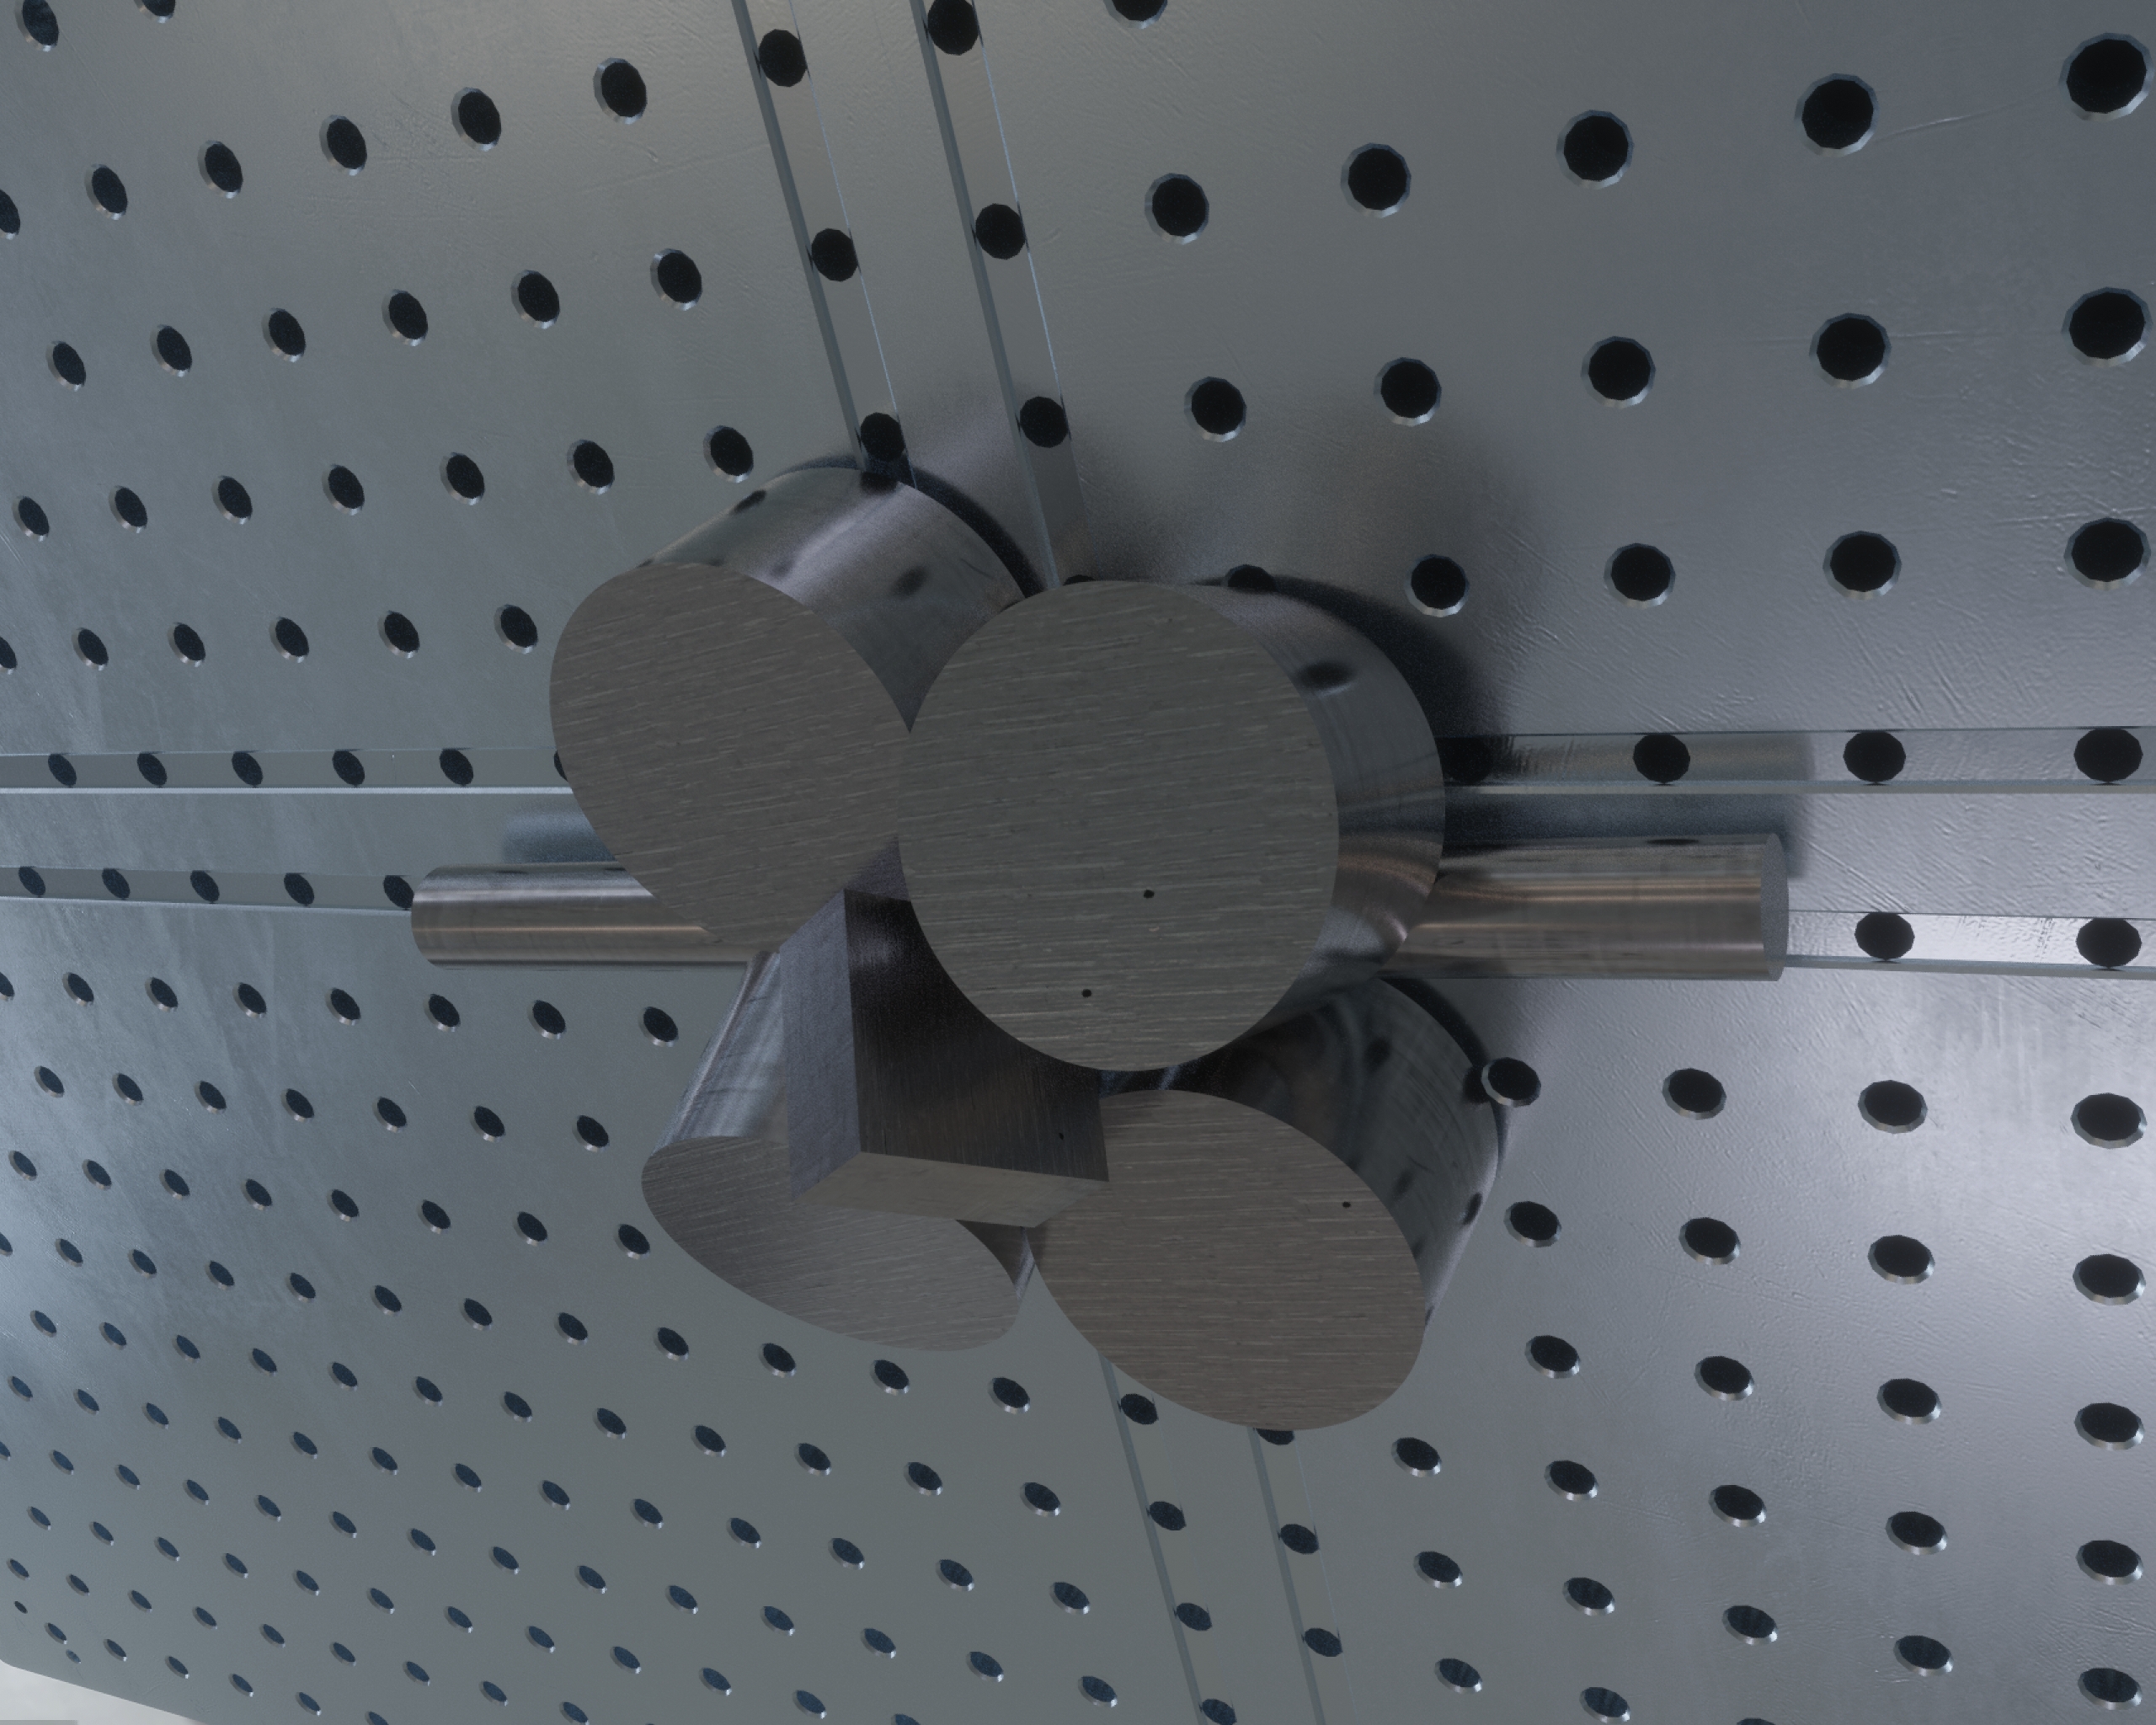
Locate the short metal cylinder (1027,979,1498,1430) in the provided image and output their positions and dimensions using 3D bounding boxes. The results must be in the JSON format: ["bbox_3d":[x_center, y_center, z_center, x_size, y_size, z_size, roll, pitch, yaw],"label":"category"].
[{"bbox_3d":[0.037,0.064,0.410,0.080,0.050,0.079,13,124,21],"label":"short metal cylinder"}]

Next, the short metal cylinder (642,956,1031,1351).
[{"bbox_3d":[-0.043,0.059,0.433,0.080,0.050,0.080,14,143,11],"label":"short metal cylinder"}]

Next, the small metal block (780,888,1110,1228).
[{"bbox_3d":[-0.025,0.036,0.380,0.050,0.050,0.025,13,146,-32],"label":"small metal block"}]

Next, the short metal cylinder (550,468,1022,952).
[{"bbox_3d":[-0.052,-0.029,0.399,0.080,0.050,0.079,13,124,21],"label":"short metal cylinder"}]

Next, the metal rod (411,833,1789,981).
[{"bbox_3d":[-0.015,0.010,0.420,0.300,0.025,0.025,-1,118,28],"label":"metal rod"}]

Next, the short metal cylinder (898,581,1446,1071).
[{"bbox_3d":[0.017,-0.008,0.360,0.080,0.050,0.079,3,97,28],"label":"short metal cylinder"}]
